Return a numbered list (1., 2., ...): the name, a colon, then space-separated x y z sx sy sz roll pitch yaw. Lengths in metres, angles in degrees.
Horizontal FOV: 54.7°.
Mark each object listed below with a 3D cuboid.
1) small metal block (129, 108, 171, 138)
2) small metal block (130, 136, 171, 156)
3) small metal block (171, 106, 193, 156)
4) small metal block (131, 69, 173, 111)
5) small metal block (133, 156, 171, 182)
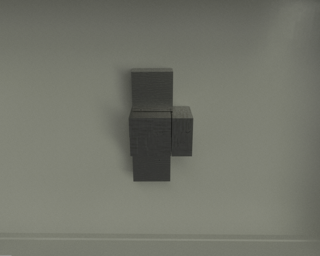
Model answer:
1. small metal block: -0.012 -0.009 0.393 0.050 0.050 0.025 0 110 0
2. small metal block: -0.011 0.014 0.401 0.050 0.050 0.025 0 110 0
3. small metal block: 0.027 0.003 0.397 0.025 0.050 0.050 0 110 0
4. small metal block: -0.009 -0.048 0.391 0.050 0.025 0.050 0 110 0
5. small metal block: -0.011 0.045 0.426 0.050 0.025 0.050 0 110 0
